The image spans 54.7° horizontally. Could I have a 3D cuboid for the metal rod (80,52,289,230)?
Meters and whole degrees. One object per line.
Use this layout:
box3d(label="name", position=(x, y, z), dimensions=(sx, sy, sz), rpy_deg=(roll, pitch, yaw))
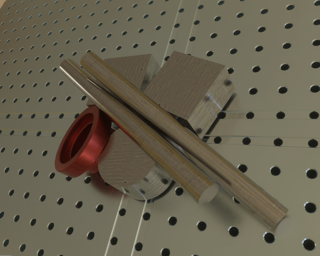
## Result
box3d(label="metal rod", position=(0.009, -0.002, 0.352), dimensions=(0.300, 0.025, 0.025), rpy_deg=(40, 85, 24))

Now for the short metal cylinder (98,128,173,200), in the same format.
box3d(label="short metal cylinder", position=(-0.027, 0.041, 0.375), dimensions=(0.080, 0.050, 0.080), rpy_deg=(-13, 56, 21))

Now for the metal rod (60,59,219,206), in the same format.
box3d(label="metal rod", position=(-0.047, -0.016, 0.372), dimensions=(0.025, 0.025, 0.300), rpy_deg=(-47, 52, -4))

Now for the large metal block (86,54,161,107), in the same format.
box3d(label="large metal block", position=(-0.046, -0.054, 0.441), dimensions=(0.080, 0.050, 0.080), rpy_deg=(1, 62, 28))

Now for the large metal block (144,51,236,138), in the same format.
box3d(label="large metal block", position=(0.035, -0.043, 0.394), dimensions=(0.080, 0.050, 0.080), rpy_deg=(27, 77, 37))

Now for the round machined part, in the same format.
box3d(label="round machined part", position=(-0.094, 0.022, 0.414), dimensions=(0.098, 0.042, 0.098), rpy_deg=(-35, 36, 31))
